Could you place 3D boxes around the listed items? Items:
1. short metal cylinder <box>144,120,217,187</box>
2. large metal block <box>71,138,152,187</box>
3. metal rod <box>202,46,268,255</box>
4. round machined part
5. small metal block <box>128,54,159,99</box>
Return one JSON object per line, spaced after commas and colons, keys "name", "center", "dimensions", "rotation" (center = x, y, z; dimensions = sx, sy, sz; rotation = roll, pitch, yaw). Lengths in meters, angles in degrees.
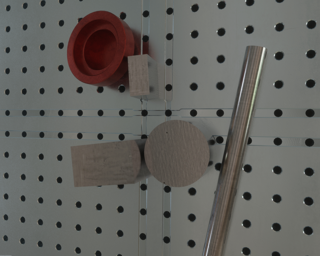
{"name": "short metal cylinder", "center": [0.027, 0.030, 0.389], "dimensions": [0.080, 0.050, 0.079], "rotation": [0, 90, 19]}
{"name": "large metal block", "center": [-0.055, 0.043, 0.402], "dimensions": [0.080, 0.080, 0.050], "rotation": [-7, 88, 19]}
{"name": "metal rod", "center": [0.087, 0.050, 0.381], "dimensions": [0.025, 0.025, 0.298], "rotation": [12, 94, 19]}
{"name": "round machined part", "center": [-0.076, -0.105, 0.424], "dimensions": [0.098, 0.042, 0.097], "rotation": [-2, 85, 28]}
{"name": "small metal block", "center": [-0.020, -0.065, 0.404], "dimensions": [0.025, 0.050, 0.050], "rotation": [-4, 89, 13]}
